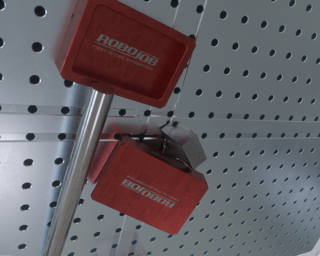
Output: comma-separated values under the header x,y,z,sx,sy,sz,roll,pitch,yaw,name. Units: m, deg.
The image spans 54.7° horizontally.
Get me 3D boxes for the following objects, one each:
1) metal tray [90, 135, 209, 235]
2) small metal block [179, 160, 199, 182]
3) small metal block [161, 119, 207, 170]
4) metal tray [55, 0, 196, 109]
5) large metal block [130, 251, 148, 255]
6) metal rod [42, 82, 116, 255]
x,y,z,sx,sy,sz,roll,pitch,yaw,name
-0.014,0.078,0.416,0.131,0.030,0.090,28,104,-12,metal tray
0.035,0.082,0.465,0.025,0.050,0.050,29,102,-38,small metal block
0.033,0.022,0.425,0.025,0.050,0.050,-38,130,-13,small metal block
-0.034,-0.081,0.338,0.131,0.030,0.089,15,111,-34,metal tray
-0.055,0.268,0.531,0.081,0.050,0.079,-8,122,-25,large metal block
-0.110,0.082,0.381,0.025,0.025,0.298,6,122,-31,metal rod
